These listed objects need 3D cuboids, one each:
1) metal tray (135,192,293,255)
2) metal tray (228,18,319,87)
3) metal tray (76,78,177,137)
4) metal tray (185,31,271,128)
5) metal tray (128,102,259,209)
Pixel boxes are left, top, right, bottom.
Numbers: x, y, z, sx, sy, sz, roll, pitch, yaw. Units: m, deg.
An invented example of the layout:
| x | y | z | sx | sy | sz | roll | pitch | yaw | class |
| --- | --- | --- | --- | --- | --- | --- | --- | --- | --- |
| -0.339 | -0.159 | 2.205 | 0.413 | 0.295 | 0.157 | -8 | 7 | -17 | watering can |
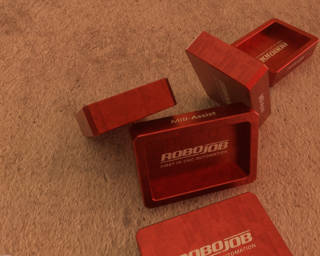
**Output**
| x | y | z | sx | sy | sz | roll | pitch | yaw | class |
| --- | --- | --- | --- | --- | --- | --- | --- | --- | --- |
| 0.052 | 0.124 | 0.296 | 0.131 | 0.030 | 0.090 | -15 | 52 | -13 | metal tray |
| 0.183 | -0.128 | 0.508 | 0.131 | 0.030 | 0.090 | -35 | 59 | -26 | metal tray |
| -0.046 | -0.020 | 0.360 | 0.091 | 0.130 | 0.030 | -22 | 96 | -18 | metal tray |
| 0.088 | -0.054 | 0.381 | 0.090 | 0.130 | 0.030 | 40 | 88 | 28 | metal tray |
| 0.039 | 0.029 | 0.333 | 0.131 | 0.089 | 0.030 | -12 | 27 | -10 | metal tray |
